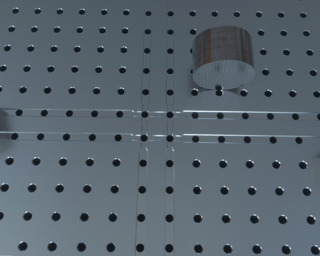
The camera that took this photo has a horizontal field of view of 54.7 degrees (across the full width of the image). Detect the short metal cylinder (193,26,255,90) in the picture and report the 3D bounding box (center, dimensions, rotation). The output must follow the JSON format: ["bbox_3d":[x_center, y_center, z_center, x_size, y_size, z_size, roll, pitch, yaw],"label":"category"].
[{"bbox_3d":[0.084,-0.091,0.416,0.081,0.080,0.050,1,70,0],"label":"short metal cylinder"}]
